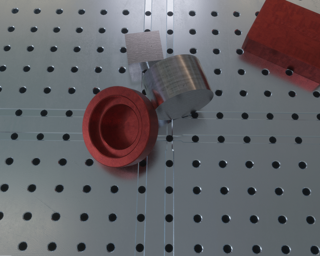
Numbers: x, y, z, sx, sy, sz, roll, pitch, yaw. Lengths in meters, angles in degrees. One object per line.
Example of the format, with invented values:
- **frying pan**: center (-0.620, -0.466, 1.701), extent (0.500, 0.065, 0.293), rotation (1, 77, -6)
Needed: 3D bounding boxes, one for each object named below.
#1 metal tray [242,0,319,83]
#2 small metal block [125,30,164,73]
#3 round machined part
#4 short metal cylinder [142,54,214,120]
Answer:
- **metal tray**: center (0.202, -0.133, 0.459), extent (0.130, 0.030, 0.090), rotation (27, 72, 9)
- **small metal block**: center (-0.023, -0.112, 0.452), extent (0.050, 0.025, 0.050), rotation (-8, 70, -3)
- **round machined part**: center (-0.045, -0.001, 0.388), extent (0.098, 0.042, 0.097), rotation (-1, 87, 26)
- **short metal cylinder**: center (0.022, -0.051, 0.401), extent (0.081, 0.080, 0.050), rotation (-17, 71, -6)
